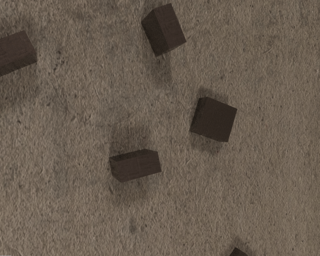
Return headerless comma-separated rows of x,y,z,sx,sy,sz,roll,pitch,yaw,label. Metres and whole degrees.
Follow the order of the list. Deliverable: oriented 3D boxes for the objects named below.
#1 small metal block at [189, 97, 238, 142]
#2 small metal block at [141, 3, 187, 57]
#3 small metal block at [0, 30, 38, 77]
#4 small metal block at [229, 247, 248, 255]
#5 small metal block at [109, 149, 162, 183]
0.075,-0.011,0.438,0.050,0.025,0.050,19,83,-19,small metal block
0.004,-0.124,0.398,0.025,0.050,0.050,-26,99,-18,small metal block
-0.164,-0.078,0.335,0.050,0.050,0.025,-29,100,-18,small metal block
0.119,0.215,0.455,0.050,0.025,0.050,45,76,-15,small metal block
-0.032,0.045,0.385,0.050,0.050,0.025,-12,95,-20,small metal block
